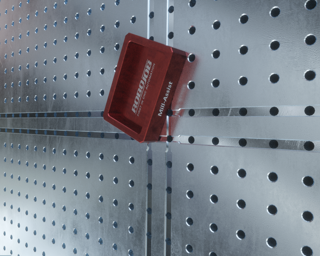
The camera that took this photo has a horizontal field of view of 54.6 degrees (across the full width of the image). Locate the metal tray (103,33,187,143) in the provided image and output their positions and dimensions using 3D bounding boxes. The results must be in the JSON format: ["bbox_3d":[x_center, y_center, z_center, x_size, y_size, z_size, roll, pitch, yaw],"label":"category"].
[{"bbox_3d":[-0.025,-0.055,0.427,0.090,0.030,0.129,30,109,36],"label":"metal tray"}]
